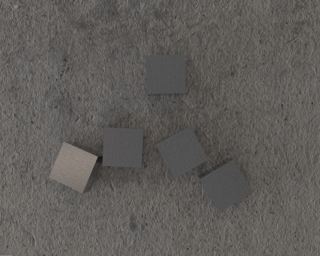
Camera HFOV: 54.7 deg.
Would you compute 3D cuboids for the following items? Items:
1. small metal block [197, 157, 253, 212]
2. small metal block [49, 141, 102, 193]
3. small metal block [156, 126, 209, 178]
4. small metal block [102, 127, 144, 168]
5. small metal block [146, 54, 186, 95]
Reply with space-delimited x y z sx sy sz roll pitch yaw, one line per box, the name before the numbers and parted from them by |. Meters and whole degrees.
small metal block | 0.086 0.074 0.411 0.050 0.025 0.050 -31 90 0
small metal block | -0.108 0.050 0.404 0.050 0.025 0.050 23 90 11
small metal block | 0.029 0.031 0.410 0.050 0.025 0.050 -29 90 0
small metal block | -0.048 0.025 0.409 0.050 0.025 0.050 3 90 -1
small metal block | 0.007 -0.069 0.410 0.050 0.025 0.050 -1 90 0
